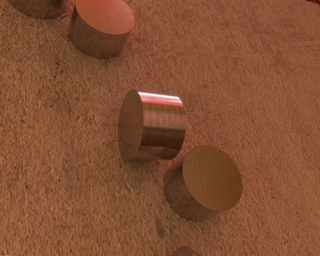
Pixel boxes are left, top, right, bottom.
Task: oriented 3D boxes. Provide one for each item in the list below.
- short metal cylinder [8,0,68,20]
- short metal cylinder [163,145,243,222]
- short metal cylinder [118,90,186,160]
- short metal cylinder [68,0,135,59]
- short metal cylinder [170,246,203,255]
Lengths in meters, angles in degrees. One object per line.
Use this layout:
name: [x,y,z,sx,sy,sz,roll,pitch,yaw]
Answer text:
short metal cylinder: [-0.163,-0.195,0.419,0.081,0.050,0.080,14,56,-21]
short metal cylinder: [0.051,0.067,0.374,0.081,0.050,0.080,14,56,-21]
short metal cylinder: [-0.012,-0.002,0.363,0.050,0.080,0.080,4,60,-26]
short metal cylinder: [-0.082,-0.143,0.431,0.081,0.050,0.080,14,56,-21]
short metal cylinder: [0.028,0.159,0.286,0.050,0.080,0.080,34,51,-6]
